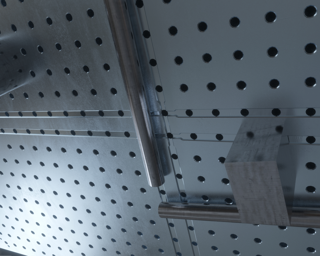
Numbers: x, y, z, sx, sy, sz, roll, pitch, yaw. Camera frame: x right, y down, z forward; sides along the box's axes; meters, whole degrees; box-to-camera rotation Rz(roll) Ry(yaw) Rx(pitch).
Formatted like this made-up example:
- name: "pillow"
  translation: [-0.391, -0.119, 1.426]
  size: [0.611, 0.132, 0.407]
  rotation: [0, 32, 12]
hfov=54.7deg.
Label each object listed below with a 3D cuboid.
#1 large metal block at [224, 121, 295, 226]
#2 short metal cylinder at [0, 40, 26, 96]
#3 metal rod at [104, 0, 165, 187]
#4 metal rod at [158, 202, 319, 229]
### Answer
- name: "large metal block"
  translation: [0.115, 0.048, 0.344]
  size: [0.050, 0.080, 0.080]
  rotation: [-6, 115, 31]
- name: "short metal cylinder"
  translation: [-0.255, -0.089, 0.472]
  size: [0.080, 0.050, 0.079]
  rotation: [13, 124, 20]
- name: "metal rod"
  translation: [-0.032, -0.050, 0.395]
  size: [0.025, 0.025, 0.298]
  rotation: [3, 120, 26]
- name: "metal rod"
  translation: [0.133, 0.115, 0.411]
  size: [0.300, 0.025, 0.025]
  rotation: [-6, 116, 30]
